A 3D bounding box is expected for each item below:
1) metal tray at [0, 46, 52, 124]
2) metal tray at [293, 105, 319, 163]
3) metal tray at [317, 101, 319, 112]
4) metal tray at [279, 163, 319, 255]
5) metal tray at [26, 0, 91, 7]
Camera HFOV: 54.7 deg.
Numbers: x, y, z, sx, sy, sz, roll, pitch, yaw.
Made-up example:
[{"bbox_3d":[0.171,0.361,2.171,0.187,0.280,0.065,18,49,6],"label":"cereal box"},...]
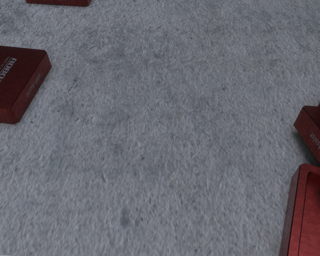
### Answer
[{"bbox_3d":[-0.228,-0.068,0.454,0.091,0.030,0.130,7,50,5],"label":"metal tray"},{"bbox_3d":[0.226,0.025,0.356,0.091,0.030,0.130,4,37,-9],"label":"metal tray"},{"bbox_3d":[0.285,-0.035,0.394,0.130,0.089,0.030,26,55,20],"label":"metal tray"},{"bbox_3d":[0.176,0.106,0.312,0.090,0.030,0.130,18,52,14],"label":"metal tray"},{"bbox_3d":[-0.204,-0.292,0.642,0.131,0.030,0.090,5,50,3],"label":"metal tray"}]
